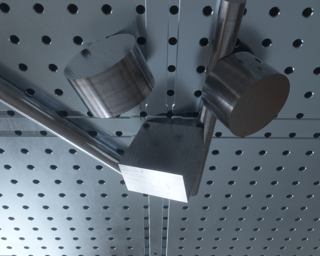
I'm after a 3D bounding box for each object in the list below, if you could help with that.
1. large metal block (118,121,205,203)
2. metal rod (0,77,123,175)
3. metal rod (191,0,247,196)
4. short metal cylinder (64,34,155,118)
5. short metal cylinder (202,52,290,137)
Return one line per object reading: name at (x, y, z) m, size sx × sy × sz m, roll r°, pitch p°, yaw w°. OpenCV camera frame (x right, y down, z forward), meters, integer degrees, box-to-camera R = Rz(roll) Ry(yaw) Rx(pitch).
large metal block at (0.006, 0.040, 0.394) m, size 0.080 × 0.080 × 0.050 m, roll 7°, pitch 133°, yaw 22°
metal rod at (-0.112, 0.013, 0.421) m, size 0.301 × 0.025 × 0.025 m, roll 37°, pitch 121°, yaw -27°
metal rod at (0.061, -0.013, 0.400) m, size 0.025 × 0.025 × 0.298 m, roll 3°, pitch 130°, yaw -3°
short metal cylinder at (-0.052, -0.056, 0.327) m, size 0.080 × 0.080 × 0.050 m, roll -17°, pitch 128°, yaw 14°
short metal cylinder at (0.094, -0.037, 0.344) m, size 0.081 × 0.050 × 0.079 m, roll -20°, pitch 136°, yaw -20°
